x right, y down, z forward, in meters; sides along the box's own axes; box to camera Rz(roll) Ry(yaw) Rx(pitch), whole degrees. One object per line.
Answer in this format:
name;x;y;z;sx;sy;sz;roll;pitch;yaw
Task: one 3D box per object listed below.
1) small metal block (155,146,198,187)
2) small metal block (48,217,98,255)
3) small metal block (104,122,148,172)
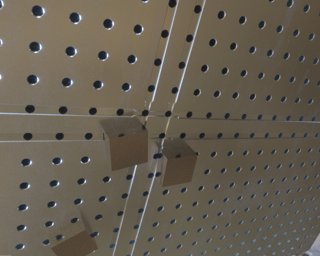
small metal block;0.024;0.057;0.462;0.050;0.025;0.050;-5;121;-27
small metal block;-0.124;0.164;0.446;0.050;0.025;0.050;-26;128;-13
small metal block;-0.044;0.024;0.403;0.050;0.025;0.050;-12;124;-22
